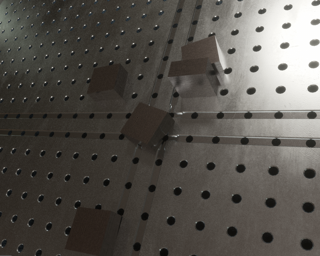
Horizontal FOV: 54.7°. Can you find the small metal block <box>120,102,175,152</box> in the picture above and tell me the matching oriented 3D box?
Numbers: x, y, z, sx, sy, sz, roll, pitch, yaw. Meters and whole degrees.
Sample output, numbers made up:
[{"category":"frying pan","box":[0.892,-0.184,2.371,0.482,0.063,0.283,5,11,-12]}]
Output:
[{"category":"small metal block","box":[-0.017,-0.002,0.417,0.050,0.025,0.050,22,73,35]}]

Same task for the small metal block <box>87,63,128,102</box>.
[{"category":"small metal block","box":[-0.083,-0.072,0.494,0.050,0.025,0.050,-5,59,25]}]

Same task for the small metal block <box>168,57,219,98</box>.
[{"category":"small metal block","box":[0.045,-0.064,0.407,0.050,0.050,0.025,-1,62,27]}]

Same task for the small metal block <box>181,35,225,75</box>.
[{"category":"small metal block","box":[0.059,-0.097,0.435,0.050,0.025,0.050,-15,56,19]}]

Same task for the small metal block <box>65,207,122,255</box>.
[{"category":"small metal block","box":[-0.079,0.125,0.372,0.050,0.025,0.050,-1,61,27]}]
